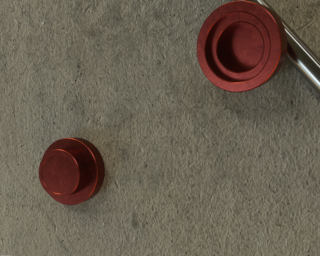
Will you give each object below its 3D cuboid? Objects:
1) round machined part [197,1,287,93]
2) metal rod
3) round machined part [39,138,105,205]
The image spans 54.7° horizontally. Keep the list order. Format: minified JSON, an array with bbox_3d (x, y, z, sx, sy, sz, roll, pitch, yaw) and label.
[{"bbox_3d":[0.095,-0.092,0.354,0.098,0.042,0.097,13,112,35],"label":"round machined part"},{"bbox_3d":[0.113,-0.145,0.369,0.025,0.025,0.299,-40,78,15],"label":"metal rod"},{"bbox_3d":[-0.133,0.063,0.447,0.098,0.042,0.097,0,90,20],"label":"round machined part"}]
